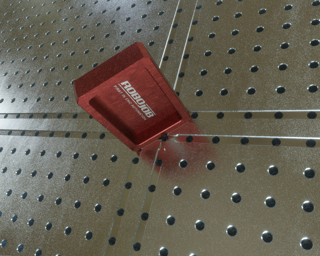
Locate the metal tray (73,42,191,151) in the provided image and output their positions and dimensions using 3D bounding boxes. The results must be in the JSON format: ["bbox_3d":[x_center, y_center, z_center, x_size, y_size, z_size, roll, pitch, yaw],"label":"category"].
[{"bbox_3d":[-0.028,-0.030,0.372,0.090,0.130,0.030,-31,52,8],"label":"metal tray"}]
